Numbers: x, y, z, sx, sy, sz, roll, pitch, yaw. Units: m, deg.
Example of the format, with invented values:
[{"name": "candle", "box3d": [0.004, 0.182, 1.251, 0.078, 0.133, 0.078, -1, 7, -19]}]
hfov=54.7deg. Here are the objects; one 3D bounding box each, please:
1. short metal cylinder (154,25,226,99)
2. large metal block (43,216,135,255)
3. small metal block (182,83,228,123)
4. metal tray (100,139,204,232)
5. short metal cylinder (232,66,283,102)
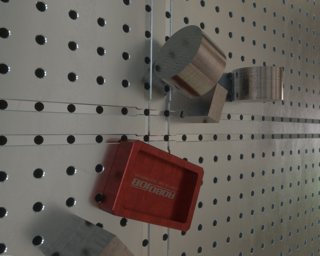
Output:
[{"name": "short metal cylinder", "box3d": [0.039, -0.086, 0.405, 0.050, 0.080, 0.080, 32, 70, -36]}, {"name": "large metal block", "box3d": [-0.061, 0.145, 0.322, 0.050, 0.080, 0.080, -49, 119, -29]}, {"name": "small metal block", "box3d": [0.064, -0.035, 0.447, 0.025, 0.050, 0.050, 29, 72, -37]}, {"name": "metal tray", "box3d": [-0.004, 0.077, 0.402, 0.131, 0.030, 0.090, 27, 73, -37]}, {"name": "short metal cylinder", "box3d": [0.158, -0.069, 0.506, 0.081, 0.080, 0.050, -1, 91, -40]}]
